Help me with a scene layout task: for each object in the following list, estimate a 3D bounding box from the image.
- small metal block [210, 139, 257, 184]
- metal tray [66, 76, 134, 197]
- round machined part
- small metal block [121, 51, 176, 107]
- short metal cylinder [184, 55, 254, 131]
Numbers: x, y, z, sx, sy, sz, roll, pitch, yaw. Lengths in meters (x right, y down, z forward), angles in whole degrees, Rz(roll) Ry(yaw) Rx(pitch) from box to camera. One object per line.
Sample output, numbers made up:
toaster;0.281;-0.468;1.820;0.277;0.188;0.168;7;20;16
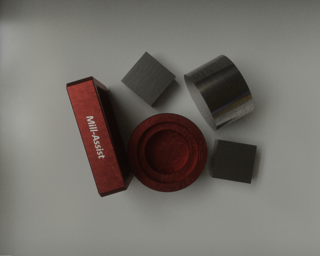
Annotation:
small metal block;0.096;0.043;0.411;0.050;0.025;0.050;9;89;1
metal tray;-0.069;0.009;0.376;0.030;0.090;0.129;-17;90;0
round machined part;0.009;0.030;0.400;0.099;0.042;0.097;0;90;-1
small metal block;-0.015;-0.063;0.409;0.050;0.025;0.050;40;90;1
short metal cylinder;0.071;-0.043;0.383;0.050;0.080;0.080;-29;90;0
